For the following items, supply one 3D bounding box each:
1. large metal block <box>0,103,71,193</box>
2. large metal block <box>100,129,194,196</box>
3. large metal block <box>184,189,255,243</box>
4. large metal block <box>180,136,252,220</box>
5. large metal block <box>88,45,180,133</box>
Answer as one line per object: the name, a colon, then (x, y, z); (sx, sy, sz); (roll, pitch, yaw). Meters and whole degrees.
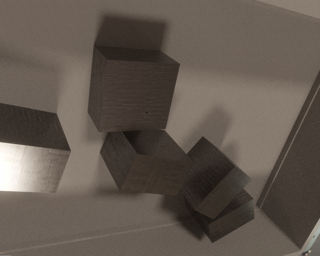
large metal block: (-0.143, 0.017, 0.306); (0.081, 0.080, 0.050); (11, 113, -34)
large metal block: (-0.019, 0.037, 0.387); (0.081, 0.080, 0.050); (13, 112, -34)
large metal block: (0.094, 0.124, 0.504); (0.081, 0.080, 0.050); (-25, 128, -14)
large metal block: (0.071, 0.072, 0.459); (0.080, 0.080, 0.050); (-49, 129, 6)
large metal block: (-0.032, -0.044, 0.349); (0.081, 0.050, 0.079); (-3, 120, -28)
